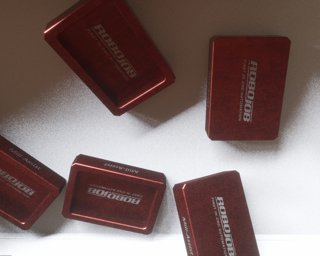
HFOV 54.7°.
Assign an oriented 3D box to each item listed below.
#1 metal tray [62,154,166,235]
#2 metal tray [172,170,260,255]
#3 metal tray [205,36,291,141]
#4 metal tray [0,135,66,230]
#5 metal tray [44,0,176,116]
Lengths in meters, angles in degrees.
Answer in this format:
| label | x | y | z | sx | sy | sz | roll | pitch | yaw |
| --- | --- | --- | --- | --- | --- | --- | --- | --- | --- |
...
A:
| label | x | y | z | sx | sy | sz | roll | pitch | yaw |
| --- | --- | --- | --- | --- | --- | --- | --- | --- | --- |
| metal tray | -0.065 | 0.096 | 0.443 | 0.131 | 0.030 | 0.089 | 14 | 109 | -6 |
| metal tray | 0.075 | 0.129 | 0.409 | 0.091 | 0.030 | 0.129 | -10 | 83 | -25 |
| metal tray | 0.107 | -0.049 | 0.392 | 0.091 | 0.030 | 0.129 | 0 | 110 | -1 |
| metal tray | -0.213 | 0.074 | 0.432 | 0.130 | 0.030 | 0.090 | 39 | 105 | -14 |
| metal tray | -0.052 | -0.084 | 0.355 | 0.090 | 0.030 | 0.130 | -31 | 126 | 11 |
